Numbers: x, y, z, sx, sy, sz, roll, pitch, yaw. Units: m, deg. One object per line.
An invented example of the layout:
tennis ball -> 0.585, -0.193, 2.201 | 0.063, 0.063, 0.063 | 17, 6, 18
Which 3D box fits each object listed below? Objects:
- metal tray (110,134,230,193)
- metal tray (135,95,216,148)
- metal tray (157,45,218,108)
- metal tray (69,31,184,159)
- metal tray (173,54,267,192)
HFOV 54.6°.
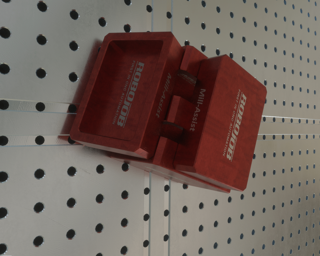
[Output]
metal tray -> 0.018, 0.044, 0.380 | 0.131, 0.090, 0.030 | 27, 74, -37
metal tray -> 0.031, 0.001, 0.390 | 0.131, 0.090, 0.030 | 25, 73, -38
metal tray -> 0.047, -0.055, 0.404 | 0.131, 0.090, 0.030 | 26, 74, -37
metal tray -> -0.035, -0.039, 0.333 | 0.030, 0.090, 0.130 | 38, 65, -58
metal tray -> 0.072, -0.003, 0.347 | 0.090, 0.030, 0.130 | 26, 74, -37
